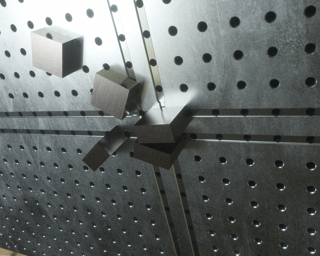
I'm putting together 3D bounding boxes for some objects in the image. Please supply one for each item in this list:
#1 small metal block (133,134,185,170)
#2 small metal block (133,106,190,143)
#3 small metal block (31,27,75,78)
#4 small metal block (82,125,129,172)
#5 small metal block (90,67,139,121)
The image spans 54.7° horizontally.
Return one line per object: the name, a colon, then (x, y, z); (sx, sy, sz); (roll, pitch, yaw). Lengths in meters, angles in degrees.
small metal block: (0.000, 0.024, 0.409); (0.050, 0.050, 0.025); (18, 125, 17)
small metal block: (0.003, -0.005, 0.390); (0.050, 0.050, 0.025); (-3, 117, 29)
small metal block: (-0.146, -0.103, 0.422); (0.050, 0.025, 0.050); (23, 127, 14)
small metal block: (-0.080, 0.030, 0.454); (0.025, 0.050, 0.050); (44, 129, -3)
small metal block: (-0.061, -0.046, 0.414); (0.050, 0.025, 0.050); (27, 128, 10)
